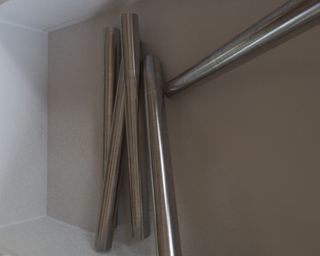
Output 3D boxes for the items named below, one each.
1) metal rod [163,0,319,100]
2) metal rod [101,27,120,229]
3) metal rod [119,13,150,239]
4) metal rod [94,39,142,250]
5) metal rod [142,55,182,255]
[{"bbox_3d":[0.076,-0.071,0.262,0.299,0.025,0.025,159,104,-65],"label":"metal rod"},{"bbox_3d":[-0.075,0.001,0.468,0.025,0.025,0.298,1,91,40],"label":"metal rod"},{"bbox_3d":[-0.034,0.000,0.419,0.025,0.025,0.298,0,95,40],"label":"metal rod"},{"bbox_3d":[-0.060,0.022,0.442,0.025,0.025,0.298,9,91,39],"label":"metal rod"},{"bbox_3d":[0.001,0.041,0.348,0.025,0.025,0.299,-29,54,36],"label":"metal rod"}]
